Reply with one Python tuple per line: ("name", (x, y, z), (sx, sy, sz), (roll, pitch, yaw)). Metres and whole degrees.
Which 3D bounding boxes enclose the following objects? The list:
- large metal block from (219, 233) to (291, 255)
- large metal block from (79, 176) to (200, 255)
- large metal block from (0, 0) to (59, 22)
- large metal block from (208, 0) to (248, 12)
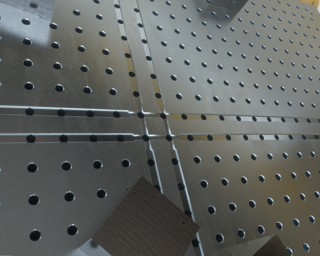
("large metal block", (0.086, 0.161, 0.323), (0.081, 0.080, 0.050), (-21, 74, -36))
("large metal block", (-0.020, 0.111, 0.315), (0.080, 0.050, 0.080), (42, 51, 0))
("large metal block", (-0.176, -0.205, 0.423), (0.081, 0.050, 0.080), (18, 55, -19))
("large metal block", (0.140, -0.302, 0.654), (0.081, 0.050, 0.080), (1, 62, -28))
